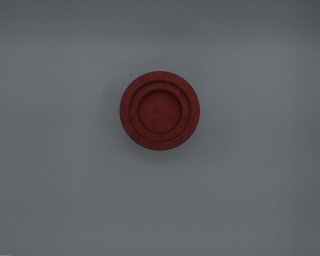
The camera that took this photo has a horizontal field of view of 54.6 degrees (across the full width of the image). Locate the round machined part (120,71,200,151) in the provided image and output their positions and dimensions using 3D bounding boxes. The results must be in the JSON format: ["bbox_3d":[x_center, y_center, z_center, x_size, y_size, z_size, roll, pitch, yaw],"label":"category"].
[{"bbox_3d":[0.000,-0.021,0.400,0.099,0.042,0.097,0,90,0],"label":"round machined part"}]
